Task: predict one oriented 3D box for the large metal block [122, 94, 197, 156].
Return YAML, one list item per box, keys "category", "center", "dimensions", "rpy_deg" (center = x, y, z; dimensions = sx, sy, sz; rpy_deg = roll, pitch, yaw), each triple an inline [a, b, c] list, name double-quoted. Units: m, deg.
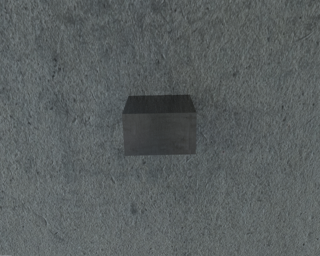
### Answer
- category: "large metal block"
  center: [0.000, -0.006, 0.380]
  dimensions: [0.081, 0.080, 0.050]
  rpy_deg: [-1, 110, 0]
